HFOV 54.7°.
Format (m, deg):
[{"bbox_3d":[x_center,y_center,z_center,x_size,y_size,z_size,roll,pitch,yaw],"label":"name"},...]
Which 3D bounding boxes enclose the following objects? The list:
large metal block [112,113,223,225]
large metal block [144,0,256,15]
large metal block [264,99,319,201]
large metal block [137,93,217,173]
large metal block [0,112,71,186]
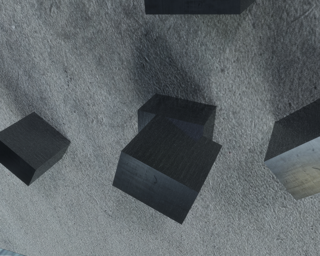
[{"bbox_3d":[0.009,0.039,0.326,0.080,0.080,0.050,27,128,11],"label":"large metal block"},{"bbox_3d":[0.039,-0.132,0.269,0.080,0.080,0.050,9,122,23],"label":"large metal block"},{"bbox_3d":[0.155,0.013,0.298,0.050,0.080,0.080,49,129,-7],"label":"large metal block"},{"bbox_3d":[0.020,0.010,0.386,0.080,0.050,0.079,14,124,20],"label":"large metal block"},{"bbox_3d":[-0.208,0.032,0.501,0.080,0.080,0.050,40,129,1],"label":"large metal block"}]
